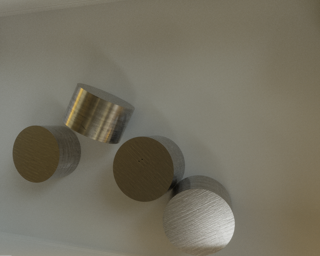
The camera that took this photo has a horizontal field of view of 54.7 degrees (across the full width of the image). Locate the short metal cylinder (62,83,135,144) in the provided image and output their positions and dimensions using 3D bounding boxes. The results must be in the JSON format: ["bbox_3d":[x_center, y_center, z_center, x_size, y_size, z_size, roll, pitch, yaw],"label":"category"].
[{"bbox_3d":[-0.080,-0.020,0.408,0.080,0.080,0.050,28,99,17],"label":"short metal cylinder"}]

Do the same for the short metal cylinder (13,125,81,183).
[{"bbox_3d":[-0.165,0.036,0.454,0.080,0.050,0.079,0,90,19],"label":"short metal cylinder"}]

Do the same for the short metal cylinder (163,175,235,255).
[{"bbox_3d":[0.047,0.103,0.371,0.080,0.050,0.079,1,98,9],"label":"short metal cylinder"}]

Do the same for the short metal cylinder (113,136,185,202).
[{"bbox_3d":[-0.013,0.050,0.401,0.080,0.050,0.079,0,90,19],"label":"short metal cylinder"}]
